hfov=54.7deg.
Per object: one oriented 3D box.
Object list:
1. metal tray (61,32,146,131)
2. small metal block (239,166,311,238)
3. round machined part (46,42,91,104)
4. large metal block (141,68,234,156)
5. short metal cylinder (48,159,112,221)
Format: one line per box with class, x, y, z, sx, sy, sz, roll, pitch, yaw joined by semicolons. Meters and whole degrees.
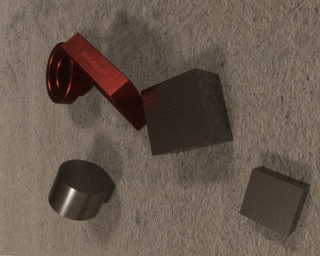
metal tray;-0.070;-0.062;0.416;0.030;0.090;0.130;-42;60;-6
small metal block;0.114;0.072;0.310;0.050;0.025;0.050;21;103;37
round machined part;-0.146;-0.087;0.505;0.098;0.042;0.097;-2;87;48
large metal block;0.030;-0.015;0.362;0.080;0.050;0.080;-17;79;38
short metal cylinder;-0.119;0.091;0.465;0.080;0.081;0.050;41;115;32
